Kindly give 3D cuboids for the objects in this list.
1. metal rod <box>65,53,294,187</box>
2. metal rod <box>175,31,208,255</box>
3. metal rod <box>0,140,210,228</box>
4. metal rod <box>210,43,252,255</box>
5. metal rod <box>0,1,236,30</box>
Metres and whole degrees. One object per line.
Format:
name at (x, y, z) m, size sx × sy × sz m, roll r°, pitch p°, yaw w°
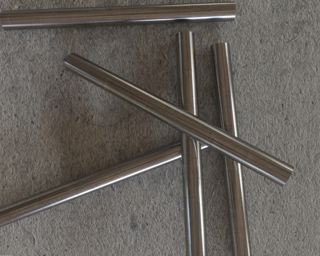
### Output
metal rod at (0.010, -0.018, 0.370) m, size 0.301 × 0.025 × 0.025 m, roll 29°, pitch 90°, yaw 15°
metal rod at (0.038, 0.024, 0.383) m, size 0.025 × 0.025 × 0.299 m, roll -2°, pitch 80°, yaw 0°
metal rod at (-0.079, 0.068, 0.409) m, size 0.301 × 0.025 × 0.025 m, roll -21°, pitch 90°, yaw 0°
metal rod at (0.095, 0.039, 0.410) m, size 0.025 × 0.025 × 0.298 m, roll -6°, pitch 90°, yaw 0°
metal rod at (-0.053, -0.148, 0.409) m, size 0.302 × 0.025 × 0.025 m, roll -2°, pitch 90°, yaw 0°
